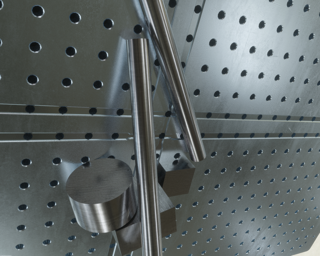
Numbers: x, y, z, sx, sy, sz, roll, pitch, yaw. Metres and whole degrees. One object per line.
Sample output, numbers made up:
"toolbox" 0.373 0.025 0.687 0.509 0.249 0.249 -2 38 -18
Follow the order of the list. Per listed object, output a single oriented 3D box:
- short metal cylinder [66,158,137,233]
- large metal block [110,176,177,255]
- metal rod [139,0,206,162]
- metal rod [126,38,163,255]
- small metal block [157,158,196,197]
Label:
"short metal cylinder" -0.071 0.083 0.389 0.081 0.080 0.050 -18 126 -19
"large metal block" -0.032 0.115 0.431 0.081 0.080 0.050 -18 126 -18
"metal rod" 0.016 -0.068 0.379 0.025 0.025 0.299 -29 129 -10
"metal rod" -0.016 0.050 0.364 0.025 0.025 0.298 -8 100 -25
"small metal block" 0.021 0.076 0.472 0.050 0.025 0.050 -3 120 -27
